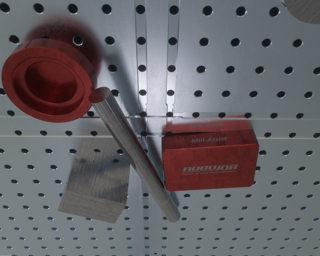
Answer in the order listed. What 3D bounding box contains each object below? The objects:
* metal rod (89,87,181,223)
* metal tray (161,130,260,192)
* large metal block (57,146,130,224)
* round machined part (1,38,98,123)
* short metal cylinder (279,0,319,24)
[{"bbox_3d":[-0.020,0.059,0.437,0.025,0.025,0.299,-14,137,11],"label":"metal rod"},{"bbox_3d":[0.071,0.050,0.451,0.131,0.030,0.089,-4,130,3],"label":"metal tray"},{"bbox_3d":[-0.091,0.081,0.443,0.081,0.080,0.050,18,128,-15],"label":"large metal block"},{"bbox_3d":[-0.120,-0.056,0.351,0.099,0.042,0.097,0,130,0],"label":"round machined part"},{"bbox_3d":[0.143,-0.141,0.276,0.081,0.050,0.079,0,130,0],"label":"short metal cylinder"}]
